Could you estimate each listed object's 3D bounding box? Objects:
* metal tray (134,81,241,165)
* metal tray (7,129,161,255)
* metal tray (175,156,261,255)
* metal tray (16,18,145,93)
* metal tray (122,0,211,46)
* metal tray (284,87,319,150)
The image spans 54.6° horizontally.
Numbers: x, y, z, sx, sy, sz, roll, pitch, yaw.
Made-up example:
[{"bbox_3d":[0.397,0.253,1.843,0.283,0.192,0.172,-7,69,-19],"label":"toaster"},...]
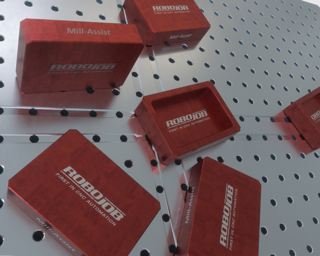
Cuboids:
[{"bbox_3d":[0.041,-0.012,0.433,0.131,0.030,0.090,-18,71,-35],"label":"metal tray"},{"bbox_3d":[-0.075,0.074,0.320,0.130,0.030,0.090,41,51,0],"label":"metal tray"},{"bbox_3d":[0.076,0.110,0.378,0.090,0.030,0.130,26,53,-12],"label":"metal tray"},{"bbox_3d":[-0.094,-0.082,0.365,0.131,0.090,0.030,-9,66,-32],"label":"metal tray"},{"bbox_3d":[0.014,-0.191,0.528,0.131,0.030,0.090,-18,71,-35],"label":"metal tray"},{"bbox_3d":[0.300,-0.025,0.579,0.131,0.030,0.090,-25,75,-37],"label":"metal tray"}]
